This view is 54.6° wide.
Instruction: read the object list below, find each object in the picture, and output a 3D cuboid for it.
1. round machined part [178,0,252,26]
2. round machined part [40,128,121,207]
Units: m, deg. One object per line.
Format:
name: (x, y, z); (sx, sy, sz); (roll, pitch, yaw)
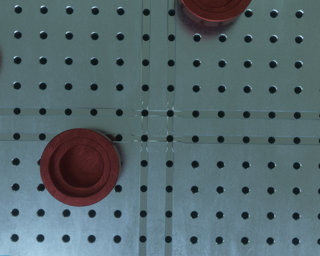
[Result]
round machined part: (0.070, -0.181, 0.405); (0.099, 0.042, 0.097); (0, 90, 0)
round machined part: (-0.100, 0.049, 0.404); (0.099, 0.042, 0.097); (0, 90, 0)
